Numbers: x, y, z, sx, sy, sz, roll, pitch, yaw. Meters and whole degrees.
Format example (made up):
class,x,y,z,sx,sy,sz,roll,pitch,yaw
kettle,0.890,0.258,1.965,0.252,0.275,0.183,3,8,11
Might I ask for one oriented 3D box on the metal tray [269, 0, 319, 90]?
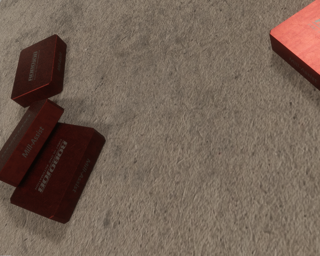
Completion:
class,x,y,z,sx,sy,sz,roll,pitch,yaw
metal tray,0.201,-0.092,0.352,0.090,0.030,0.130,-34,52,5

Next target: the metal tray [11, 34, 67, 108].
class,x,y,z,sx,sy,sz,roll,pitch,yaw
metal tray,-0.226,-0.109,0.583,0.090,0.030,0.130,-19,54,16

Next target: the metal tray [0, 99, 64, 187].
class,x,y,z,sx,sy,sz,roll,pitch,yaw
metal tray,-0.205,0.019,0.473,0.090,0.030,0.130,1,59,54

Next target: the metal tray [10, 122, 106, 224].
class,x,y,z,sx,sy,sz,roll,pitch,yaw
metal tray,-0.143,0.058,0.438,0.090,0.030,0.130,8,65,31
